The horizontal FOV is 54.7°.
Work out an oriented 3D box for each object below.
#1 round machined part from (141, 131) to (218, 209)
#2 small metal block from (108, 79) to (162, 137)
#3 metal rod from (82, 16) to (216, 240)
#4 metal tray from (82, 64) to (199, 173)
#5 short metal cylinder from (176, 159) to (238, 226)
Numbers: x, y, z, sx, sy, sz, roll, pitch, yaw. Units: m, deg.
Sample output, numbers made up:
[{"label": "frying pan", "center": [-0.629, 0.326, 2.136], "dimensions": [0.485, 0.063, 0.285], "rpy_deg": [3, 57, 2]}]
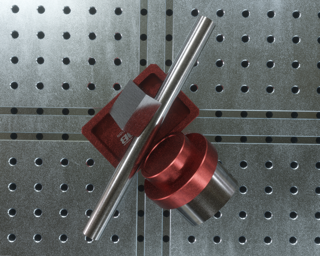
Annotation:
[{"label": "round machined part", "center": [0.016, 0.043, 0.367], "dimensions": [0.098, 0.098, 0.042], "rpy_deg": [-46, 112, 0]}, {"label": "small metal block", "center": [-0.032, -0.025, 0.378], "dimensions": [0.025, 0.050, 0.050], "rpy_deg": [28, 102, -38]}, {"label": "metal rod", "center": [-0.013, 0.000, 0.383], "dimensions": [0.025, 0.025, 0.299], "rpy_deg": [28, 90, -1]}, {"label": "metal tray", "center": [-0.025, -0.009, 0.410], "dimensions": [0.130, 0.030, 0.090], "rpy_deg": [-43, 91, 0]}, {"label": "short metal cylinder", "center": [0.049, 0.074, 0.385], "dimensions": [0.080, 0.080, 0.050], "rpy_deg": [-43, 91, 0]}]
